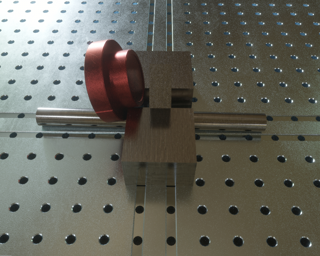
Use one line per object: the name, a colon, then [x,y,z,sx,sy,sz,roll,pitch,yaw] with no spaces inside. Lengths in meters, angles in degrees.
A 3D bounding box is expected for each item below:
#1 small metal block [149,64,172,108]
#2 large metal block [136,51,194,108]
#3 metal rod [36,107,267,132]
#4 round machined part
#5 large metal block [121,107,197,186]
small metal block: [0.001,-0.050,0.376,0.025,0.050,0.050,1,6,0]
large metal block: [0.004,-0.066,0.447,0.081,0.050,0.080,1,50,0]
metal rod: [-0.012,-0.011,0.417,0.302,0.025,0.025,2,50,1]
round machined part: [-0.048,-0.057,0.370,0.042,0.098,0.098,-6,49,14]
large metal block: [0.000,0.022,0.373,0.080,0.050,0.080,1,50,1]
